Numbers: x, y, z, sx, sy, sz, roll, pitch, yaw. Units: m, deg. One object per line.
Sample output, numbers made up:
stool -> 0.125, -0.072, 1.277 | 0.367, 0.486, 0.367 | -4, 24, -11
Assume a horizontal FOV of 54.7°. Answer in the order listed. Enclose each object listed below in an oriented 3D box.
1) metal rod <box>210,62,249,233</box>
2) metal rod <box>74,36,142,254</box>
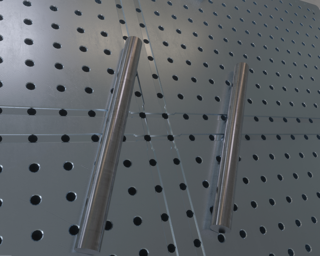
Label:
metal rod -> 0.109, 0.007, 0.462 | 0.025, 0.025, 0.300 | 27, 52, -12
metal rod -> -0.055, -0.005, 0.381 | 0.025, 0.025, 0.300 | 19, 54, -17
